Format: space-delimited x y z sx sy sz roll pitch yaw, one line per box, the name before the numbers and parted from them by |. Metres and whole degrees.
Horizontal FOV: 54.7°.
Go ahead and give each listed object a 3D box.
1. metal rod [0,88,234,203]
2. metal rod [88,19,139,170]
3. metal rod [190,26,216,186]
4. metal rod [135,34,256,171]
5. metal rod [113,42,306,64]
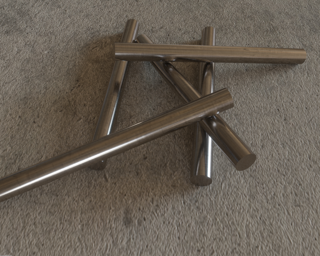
metal rod | -0.060 0.022 0.346 0.302 0.025 0.025 -22 53 -4
metal rod | -0.063 -0.071 0.462 0.025 0.025 0.300 4 50 3
metal rod | 0.066 -0.054 0.448 0.025 0.025 0.300 6 50 5
metal rod | 0.030 -0.056 0.426 0.025 0.025 0.300 -19 45 -15
metal rod | 0.083 -0.111 0.464 0.302 0.025 0.025 -2 49 -15
